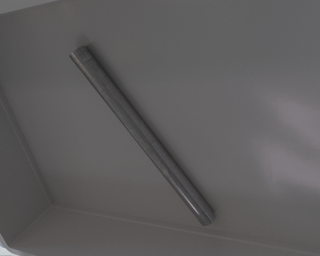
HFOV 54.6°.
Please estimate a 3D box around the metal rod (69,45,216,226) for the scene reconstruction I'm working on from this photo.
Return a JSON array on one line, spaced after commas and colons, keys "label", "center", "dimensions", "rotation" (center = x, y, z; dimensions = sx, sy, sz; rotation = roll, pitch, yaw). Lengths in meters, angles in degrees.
[{"label": "metal rod", "center": [-0.018, 0.017, 0.429], "dimensions": [0.025, 0.025, 0.300], "rotation": [-30, 102, 38]}]
